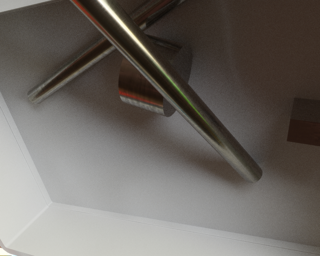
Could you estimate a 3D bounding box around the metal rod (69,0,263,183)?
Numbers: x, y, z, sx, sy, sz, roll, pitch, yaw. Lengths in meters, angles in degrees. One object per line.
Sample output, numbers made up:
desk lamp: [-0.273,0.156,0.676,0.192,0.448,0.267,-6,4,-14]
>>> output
metal rod: [0.026,-0.025,0.297,0.025,0.025,0.300,-18,135,35]

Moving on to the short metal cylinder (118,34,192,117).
short metal cylinder: [-0.003,-0.057,0.338,0.050,0.080,0.079,19,126,17]

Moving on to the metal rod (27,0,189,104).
metal rod: [-0.080,-0.096,0.389,0.299,0.025,0.025,-23,106,36]

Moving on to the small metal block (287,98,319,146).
small metal block: [0.156,-0.006,0.306,0.050,0.050,0.025,9,122,23]
